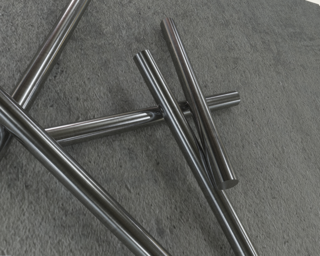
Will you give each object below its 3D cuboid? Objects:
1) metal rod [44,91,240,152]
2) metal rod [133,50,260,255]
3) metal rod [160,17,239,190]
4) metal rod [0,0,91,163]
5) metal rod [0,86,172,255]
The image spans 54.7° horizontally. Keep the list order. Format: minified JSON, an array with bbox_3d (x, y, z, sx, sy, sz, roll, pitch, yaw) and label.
[{"bbox_3d":[-0.003,-0.017,0.412,0.303,0.025,0.025,-14,69,-34],"label":"metal rod"},{"bbox_3d":[0.044,0.037,0.382,0.025,0.025,0.299,-22,80,-36],"label":"metal rod"},{"bbox_3d":[0.044,-0.055,0.430,0.025,0.025,0.299,5,50,-26],"label":"metal rod"},{"bbox_3d":[-0.140,-0.083,0.378,0.025,0.025,0.300,23,53,-14],"label":"metal rod"},{"bbox_3d":[-0.063,0.071,0.308,0.300,0.025,0.025,46,51,-4],"label":"metal rod"}]
